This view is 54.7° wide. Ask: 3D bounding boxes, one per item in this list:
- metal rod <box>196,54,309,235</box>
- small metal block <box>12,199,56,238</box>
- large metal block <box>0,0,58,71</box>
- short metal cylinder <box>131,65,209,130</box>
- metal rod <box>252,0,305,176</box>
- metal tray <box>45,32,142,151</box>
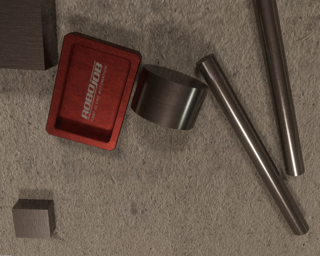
[{"bbox_3d":[0.134,0.034,0.424,0.025,0.025,0.299,-30,108,10],"label":"metal rod"},{"bbox_3d":[-0.185,0.134,0.456,0.050,0.025,0.050,2,110,-1],"label":"small metal block"},{"bbox_3d":[-0.166,-0.112,0.353,0.081,0.050,0.079,3,110,-2],"label":"large metal block"},{"bbox_3d":[0.011,-0.038,0.367,0.080,0.080,0.050,17,109,-7],"label":"short metal cylinder"},{"bbox_3d":[0.145,-0.073,0.385,0.025,0.025,0.298,-17,110,5],"label":"metal rod"},{"bbox_3d":[-0.083,-0.044,0.389,0.091,0.030,0.129,16,109,-7],"label":"metal tray"}]
